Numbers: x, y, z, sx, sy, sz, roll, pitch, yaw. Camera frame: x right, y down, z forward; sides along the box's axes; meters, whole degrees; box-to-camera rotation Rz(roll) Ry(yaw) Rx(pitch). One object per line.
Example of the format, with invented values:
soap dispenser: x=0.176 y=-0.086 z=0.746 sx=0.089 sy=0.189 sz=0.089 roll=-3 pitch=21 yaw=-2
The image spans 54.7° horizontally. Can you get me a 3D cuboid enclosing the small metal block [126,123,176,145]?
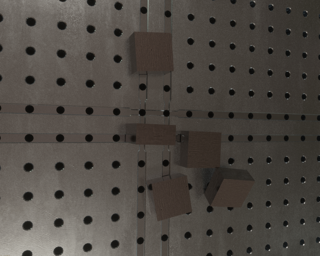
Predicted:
small metal block: x=-0.013 y=0.008 z=0.396 sx=0.050 sy=0.050 sz=0.025 roll=2 pitch=90 yaw=-20

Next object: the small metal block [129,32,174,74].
small metal block: x=-0.011 y=-0.098 z=0.409 sx=0.050 sy=0.025 sz=0.050 roll=-4 pitch=92 yaw=-20

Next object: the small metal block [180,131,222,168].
small metal block: x=0.057 y=0.030 z=0.435 sx=0.050 sy=0.025 sz=0.050 roll=3 pitch=89 yaw=-20

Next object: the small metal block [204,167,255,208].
small metal block: x=0.098 y=0.085 z=0.439 sx=0.050 sy=0.025 sz=0.050 roll=8 pitch=119 yaw=-20

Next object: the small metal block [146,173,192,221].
small metal block: x=0.012 y=0.092 z=0.418 sx=0.050 sy=0.025 sz=0.050 roll=-10 pitch=94 yaw=-20
